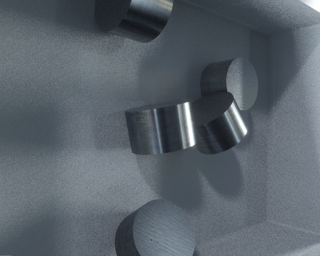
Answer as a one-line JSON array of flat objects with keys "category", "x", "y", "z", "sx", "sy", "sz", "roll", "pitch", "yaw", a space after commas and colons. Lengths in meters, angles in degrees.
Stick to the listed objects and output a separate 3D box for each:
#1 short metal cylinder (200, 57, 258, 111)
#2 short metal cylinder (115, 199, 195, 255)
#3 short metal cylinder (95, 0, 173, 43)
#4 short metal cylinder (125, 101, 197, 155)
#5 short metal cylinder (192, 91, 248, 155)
[{"category": "short metal cylinder", "x": 0.109, "y": -0.066, "z": 0.484, "sx": 0.081, "sy": 0.050, "sz": 0.079, "roll": 0, "pitch": 90, "yaw": -40}, {"category": "short metal cylinder", "x": -0.006, "y": 0.131, "z": 0.366, "sx": 0.081, "sy": 0.050, "sz": 0.080, "roll": 18, "pitch": 51, "yaw": -23}, {"category": "short metal cylinder", "x": -0.031, "y": -0.141, "z": 0.346, "sx": 0.050, "sy": 0.080, "sz": 0.080, "roll": 5, "pitch": 87, "yaw": -40}, {"category": "short metal cylinder", "x": 0.001, "y": -0.002, "z": 0.374, "sx": 0.081, "sy": 0.080, "sz": 0.050, "roll": -16, "pitch": 100, "yaw": -39}, {"category": "short metal cylinder", "x": 0.076, "y": -0.008, "z": 0.437, "sx": 0.080, "sy": 0.080, "sz": 0.050, "roll": -48, "pitch": 119, "yaw": -30}]
